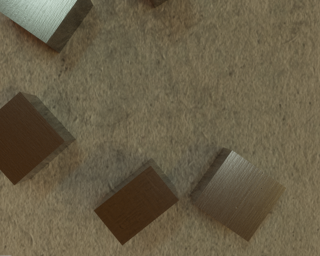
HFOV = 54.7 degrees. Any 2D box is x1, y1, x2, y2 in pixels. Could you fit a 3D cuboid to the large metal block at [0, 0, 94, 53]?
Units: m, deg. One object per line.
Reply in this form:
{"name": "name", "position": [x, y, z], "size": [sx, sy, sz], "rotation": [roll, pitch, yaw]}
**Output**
{"name": "large metal block", "position": [-0.146, -0.157, 0.395], "size": [0.080, 0.050, 0.080], "rotation": [35, 90, -1]}

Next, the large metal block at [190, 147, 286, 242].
{"name": "large metal block", "position": [0.097, 0.082, 0.399], "size": [0.080, 0.050, 0.080], "rotation": [35, 90, -1]}

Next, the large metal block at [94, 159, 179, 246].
{"name": "large metal block", "position": [-0.026, 0.085, 0.382], "size": [0.080, 0.080, 0.050], "rotation": [-39, 90, 0]}

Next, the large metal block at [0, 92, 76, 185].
{"name": "large metal block", "position": [-0.171, 0.012, 0.395], "size": [0.080, 0.050, 0.080], "rotation": [-42, 91, 0]}

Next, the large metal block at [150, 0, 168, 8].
{"name": "large metal block", "position": [-0.007, -0.210, 0.382], "size": [0.050, 0.080, 0.080], "rotation": [-32, 90, 0]}
